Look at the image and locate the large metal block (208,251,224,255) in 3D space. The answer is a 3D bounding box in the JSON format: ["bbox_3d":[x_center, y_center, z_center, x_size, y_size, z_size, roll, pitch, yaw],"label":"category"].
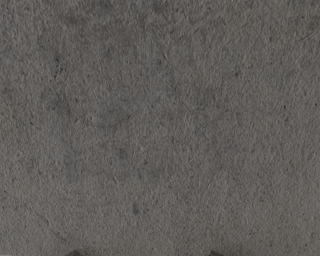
[{"bbox_3d":[0.101,0.255,0.491,0.080,0.050,0.080,25,108,-9],"label":"large metal block"}]

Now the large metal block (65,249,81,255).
[{"bbox_3d":[-0.145,0.254,0.489,0.080,0.050,0.080,-33,107,11],"label":"large metal block"}]
